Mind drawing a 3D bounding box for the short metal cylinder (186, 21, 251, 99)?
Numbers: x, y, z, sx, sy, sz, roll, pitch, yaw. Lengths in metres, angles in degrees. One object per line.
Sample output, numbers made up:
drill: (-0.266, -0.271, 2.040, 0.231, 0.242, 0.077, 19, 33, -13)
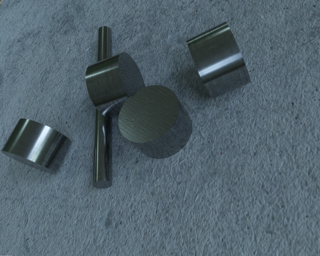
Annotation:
short metal cylinder: (0.072, -0.082, 0.381, 0.050, 0.080, 0.080, -23, 53, 14)

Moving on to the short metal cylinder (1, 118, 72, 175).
short metal cylinder: (-0.175, 0.028, 0.443, 0.080, 0.080, 0.050, 8, 66, 31)

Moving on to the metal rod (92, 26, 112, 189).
metal rod: (-0.087, -0.051, 0.480, 0.025, 0.025, 0.299, -18, 54, 18)

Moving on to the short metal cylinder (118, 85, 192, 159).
short metal cylinder: (-0.005, -0.007, 0.393, 0.080, 0.050, 0.080, -12, 59, 20)

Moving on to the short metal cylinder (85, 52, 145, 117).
short metal cylinder: (-0.060, -0.060, 0.437, 0.050, 0.080, 0.080, -16, 55, 19)
